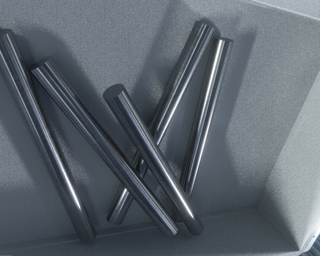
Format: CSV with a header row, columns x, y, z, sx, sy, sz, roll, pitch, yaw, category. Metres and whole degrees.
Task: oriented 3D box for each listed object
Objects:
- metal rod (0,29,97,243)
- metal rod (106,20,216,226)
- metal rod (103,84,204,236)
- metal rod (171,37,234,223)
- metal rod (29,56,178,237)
x,y,z,sx,sy,sz,roll,pitch,yaw,category
-0.125,0.036,0.363,0.025,0.025,0.298,-21,127,-16,metal rod
-0.007,0.007,0.410,0.025,0.025,0.298,13,112,-34,metal rod
0.006,0.064,0.419,0.025,0.025,0.299,-34,129,-7,metal rod
0.055,0.020,0.452,0.025,0.025,0.298,-4,121,-27,metal rod
-0.051,0.044,0.384,0.025,0.025,0.299,-35,122,-5,metal rod
